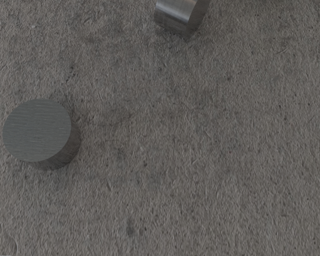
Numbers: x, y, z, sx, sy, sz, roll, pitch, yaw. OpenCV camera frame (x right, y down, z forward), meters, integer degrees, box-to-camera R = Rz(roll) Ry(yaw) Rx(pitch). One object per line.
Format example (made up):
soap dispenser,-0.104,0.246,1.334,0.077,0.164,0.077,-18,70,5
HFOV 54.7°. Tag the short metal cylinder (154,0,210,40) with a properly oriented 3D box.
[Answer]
short metal cylinder,0.034,-0.175,0.443,0.050,0.080,0.080,30,73,10

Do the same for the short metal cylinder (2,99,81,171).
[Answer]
short metal cylinder,-0.146,0.010,0.390,0.081,0.050,0.080,0,70,0
